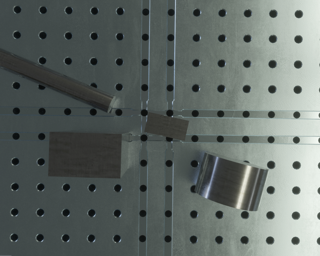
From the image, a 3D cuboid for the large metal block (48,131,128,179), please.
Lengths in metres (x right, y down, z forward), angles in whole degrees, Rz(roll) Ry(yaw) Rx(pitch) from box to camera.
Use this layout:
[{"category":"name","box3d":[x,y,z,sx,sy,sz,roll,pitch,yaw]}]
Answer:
[{"category":"large metal block","box3d":[-0.084,0.030,0.385,0.081,0.080,0.050,2,90,0]}]

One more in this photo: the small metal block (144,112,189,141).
[{"category":"small metal block","box3d":[0.008,-0.002,0.401,0.050,0.050,0.025,12,90,0]}]

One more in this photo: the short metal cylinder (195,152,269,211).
[{"category":"short metal cylinder","box3d":[0.089,0.065,0.386,0.080,0.080,0.050,15,90,0]}]

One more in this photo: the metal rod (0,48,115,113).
[{"category":"metal rod","box3d":[-0.203,-0.089,0.411,0.301,0.025,0.025,23,90,0]}]
